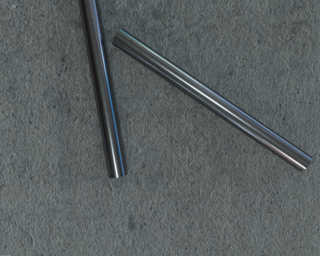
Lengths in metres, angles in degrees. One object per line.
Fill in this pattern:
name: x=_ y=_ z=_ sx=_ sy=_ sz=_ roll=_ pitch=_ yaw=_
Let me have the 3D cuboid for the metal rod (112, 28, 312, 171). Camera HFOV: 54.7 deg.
metal rod: x=0.069 y=-0.037 z=0.410 sx=0.301 sy=0.025 sz=0.025 roll=34 pitch=90 yaw=-1

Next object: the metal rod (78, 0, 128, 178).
metal rod: x=-0.081 y=-0.083 z=0.408 sx=0.025 sy=0.025 sz=0.298 roll=-10 pitch=90 yaw=0
